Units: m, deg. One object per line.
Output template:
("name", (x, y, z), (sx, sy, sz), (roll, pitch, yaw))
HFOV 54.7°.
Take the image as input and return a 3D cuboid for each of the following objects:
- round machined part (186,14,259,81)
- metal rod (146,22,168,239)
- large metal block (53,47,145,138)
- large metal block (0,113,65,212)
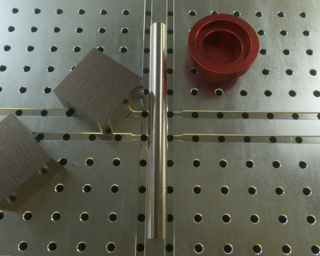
("round machined part", (0.087, -0.111, 0.444), (0.099, 0.042, 0.098), (0, 70, 0))
("metal rod", (-0.003, -0.011, 0.415), (0.025, 0.025, 0.299), (0, 70, 0))
("large metal block", (-0.078, -0.047, 0.415), (0.080, 0.050, 0.080), (34, 73, 11))
("large metal block", (-0.181, 0.043, 0.381), (0.080, 0.050, 0.080), (-43, 76, -14))
